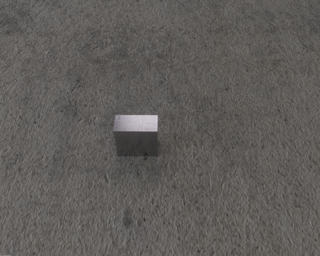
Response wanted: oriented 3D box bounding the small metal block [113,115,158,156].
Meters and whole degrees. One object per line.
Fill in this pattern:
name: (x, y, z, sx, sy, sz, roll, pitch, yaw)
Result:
small metal block: (-0.028, 0.010, 0.379, 0.050, 0.050, 0.025, 0, 50, 0)
